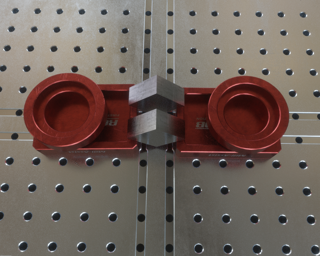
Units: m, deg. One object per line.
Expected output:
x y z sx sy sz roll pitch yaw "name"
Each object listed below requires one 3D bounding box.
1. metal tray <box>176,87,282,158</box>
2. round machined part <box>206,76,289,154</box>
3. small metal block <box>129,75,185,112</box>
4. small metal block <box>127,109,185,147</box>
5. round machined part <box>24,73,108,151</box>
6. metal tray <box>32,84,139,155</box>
0.087 -0.007 0.412 0.131 0.030 0.090 1 70 0 "metal tray"
0.108 -0.014 0.395 0.099 0.042 0.098 0 70 0 "round machined part"
-0.004 -0.040 0.398 0.050 0.050 0.025 -18 63 41 "small metal block"
-0.005 0.001 0.382 0.050 0.050 0.025 -18 63 41 "small metal block"
-0.116 -0.017 0.395 0.099 0.042 0.098 0 70 0 "round machined part"
-0.095 -0.012 0.414 0.131 0.030 0.090 -1 72 -1 "metal tray"
